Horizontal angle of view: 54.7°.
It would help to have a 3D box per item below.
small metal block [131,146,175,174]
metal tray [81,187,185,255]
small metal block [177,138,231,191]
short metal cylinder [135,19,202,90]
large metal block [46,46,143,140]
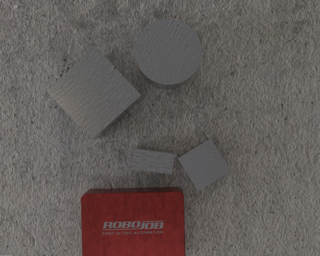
[{"bbox_3d":[-0.009,0.040,0.397,0.050,0.050,0.025,8,90,0],"label":"small metal block"},{"bbox_3d":[-0.034,0.126,0.407,0.131,0.030,0.089,-1,90,0],"label":"metal tray"},{"bbox_3d":[0.057,0.047,0.410,0.050,0.025,0.050,-32,90,0],"label":"small metal block"},{"bbox_3d":[0.010,-0.092,0.397,0.081,0.050,0.079,0,90,0],"label":"short metal cylinder"},{"bbox_3d":[-0.079,-0.042,0.397,0.080,0.050,0.080,-43,90,0],"label":"large metal block"}]
